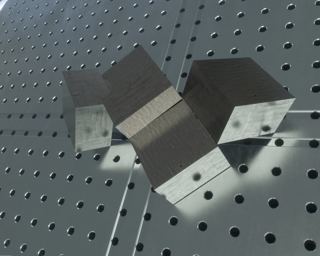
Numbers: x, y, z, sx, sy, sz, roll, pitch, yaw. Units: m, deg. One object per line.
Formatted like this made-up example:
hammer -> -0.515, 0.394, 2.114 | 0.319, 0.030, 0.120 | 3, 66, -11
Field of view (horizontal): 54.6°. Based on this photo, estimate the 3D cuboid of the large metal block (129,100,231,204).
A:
large metal block -> 0.022, 0.028, 0.364 | 0.080, 0.050, 0.080 | -35, 50, 5

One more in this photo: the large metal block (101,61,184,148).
large metal block -> -0.013, -0.023, 0.394 | 0.080, 0.080, 0.050 | -36, 52, 4

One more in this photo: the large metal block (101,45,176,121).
large metal block -> -0.032, -0.059, 0.446 | 0.080, 0.050, 0.080 | -37, 52, 5

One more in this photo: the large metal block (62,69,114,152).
large metal block -> -0.103, -0.026, 0.435 | 0.050, 0.079, 0.080 | -10, 47, -25

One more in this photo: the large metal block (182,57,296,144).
large metal block -> 0.083, -0.034, 0.343 | 0.081, 0.050, 0.080 | -9, 47, -26
